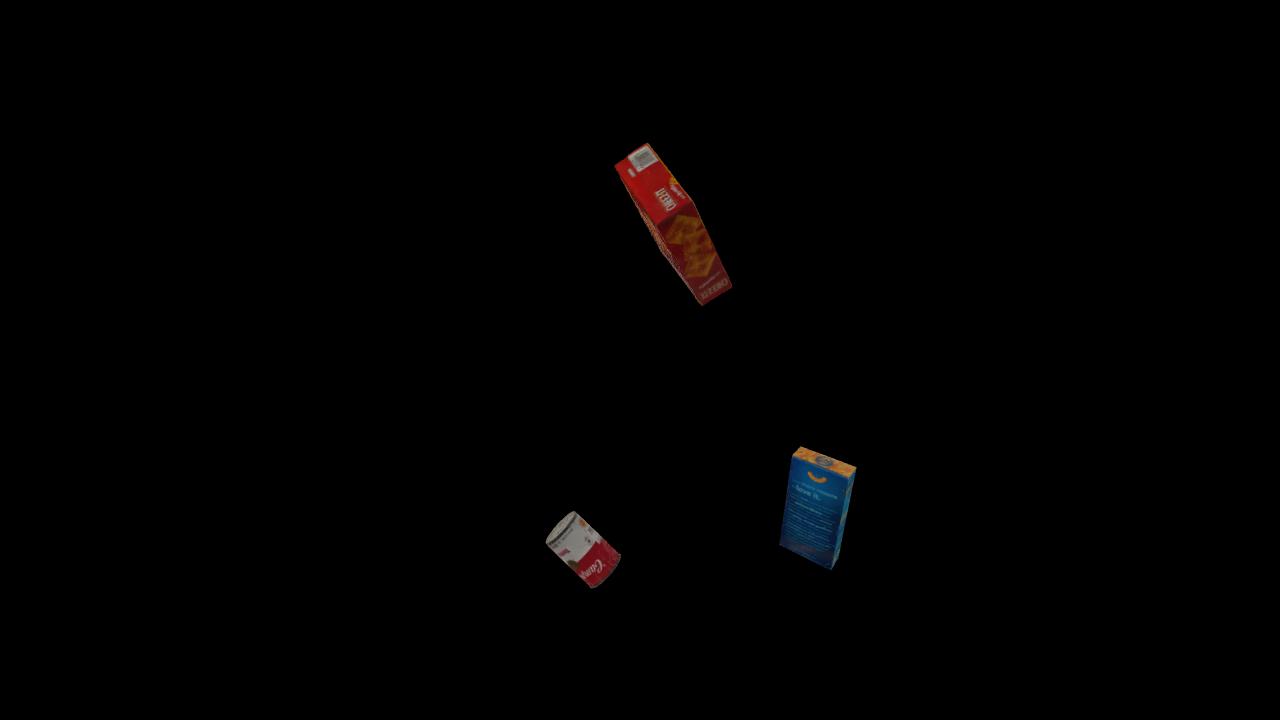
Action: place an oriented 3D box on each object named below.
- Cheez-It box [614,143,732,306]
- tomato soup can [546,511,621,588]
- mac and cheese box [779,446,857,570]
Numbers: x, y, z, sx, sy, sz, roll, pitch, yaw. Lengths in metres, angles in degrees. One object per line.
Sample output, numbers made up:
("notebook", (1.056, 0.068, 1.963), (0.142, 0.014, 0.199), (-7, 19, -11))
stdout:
("Cheez-It box", (0.056, -0.212, 0.990), (0.071, 0.166, 0.223), (-33, -36, 5))
("tomato soup can", (-0.088, 0.292, 0.953), (0.068, 0.101, 0.068), (-44, 5, 5))
("mac and cheese box", (0.277, 0.233, 0.967), (0.093, 0.184, 0.041), (21, 34, 33))
